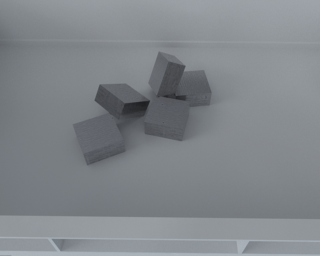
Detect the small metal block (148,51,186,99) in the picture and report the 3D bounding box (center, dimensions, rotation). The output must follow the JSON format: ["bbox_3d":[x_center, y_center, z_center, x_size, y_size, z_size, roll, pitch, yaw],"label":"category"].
[{"bbox_3d":[0.008,-0.075,0.439,0.025,0.050,0.050,10,24,-22],"label":"small metal block"}]

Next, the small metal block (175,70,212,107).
[{"bbox_3d":[0.044,-0.057,0.453,0.050,0.025,0.050,-5,50,-5],"label":"small metal block"}]

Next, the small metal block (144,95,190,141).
[{"bbox_3d":[0.011,-0.014,0.416,0.050,0.025,0.050,11,51,9],"label":"small metal block"}]

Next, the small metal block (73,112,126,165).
[{"bbox_3d":[-0.077,0.013,0.394,0.050,0.025,0.050,-19,53,-16],"label":"small metal block"}]

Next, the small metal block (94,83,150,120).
[{"bbox_3d":[-0.051,-0.037,0.421,0.050,0.025,0.050,37,28,27],"label":"small metal block"}]
